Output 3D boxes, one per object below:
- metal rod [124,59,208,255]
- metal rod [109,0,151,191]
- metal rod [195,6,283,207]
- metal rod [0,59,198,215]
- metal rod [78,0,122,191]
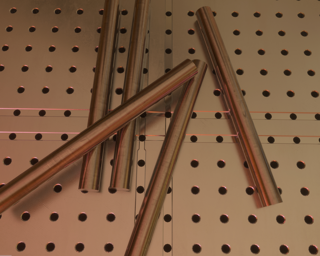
[{"bbox_3d":[0.009,0.042,0.396,0.025,0.025,0.299,18,71,6],"label":"metal rod"},{"bbox_3d":[-0.038,-0.064,0.434,0.025,0.025,0.299,5,70,1],"label":"metal rod"},{"bbox_3d":[0.102,-0.042,0.428,0.025,0.025,0.299,-13,71,-5],"label":"metal rod"},{"bbox_3d":[-0.076,0.006,0.381,0.301,0.025,0.025,-36,74,-13],"label":"metal rod"},{"bbox_3d":[-0.080,-0.063,0.433,0.025,0.025,0.299,3,70,1],"label":"metal rod"}]
